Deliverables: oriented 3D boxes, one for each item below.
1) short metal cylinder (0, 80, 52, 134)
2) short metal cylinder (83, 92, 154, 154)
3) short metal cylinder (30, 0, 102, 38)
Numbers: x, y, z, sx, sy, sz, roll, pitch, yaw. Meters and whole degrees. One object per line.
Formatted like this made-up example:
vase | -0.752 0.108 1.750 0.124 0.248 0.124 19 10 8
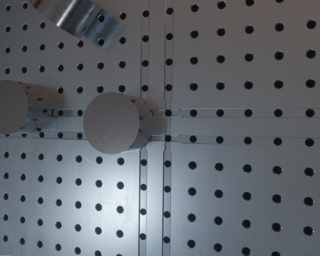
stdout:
short metal cylinder | -0.215 -0.031 0.473 0.080 0.050 0.079 0 90 19
short metal cylinder | -0.055 -0.006 0.417 0.080 0.050 0.079 0 90 19
short metal cylinder | -0.128 -0.170 0.427 0.080 0.080 0.050 42 103 14
